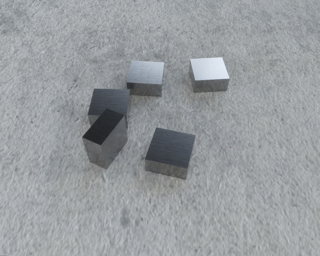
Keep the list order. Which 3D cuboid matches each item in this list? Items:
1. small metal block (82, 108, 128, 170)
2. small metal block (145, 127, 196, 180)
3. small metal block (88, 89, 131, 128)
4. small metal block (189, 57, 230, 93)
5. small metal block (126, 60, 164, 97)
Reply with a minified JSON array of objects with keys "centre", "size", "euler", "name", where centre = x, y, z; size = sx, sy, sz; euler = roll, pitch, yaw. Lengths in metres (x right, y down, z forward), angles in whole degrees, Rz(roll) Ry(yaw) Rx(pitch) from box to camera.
[{"centre":[-0.065,0.013,0.375],"size":[0.025,0.050,0.050],"euler":[21,53,16],"name":"small metal block"},{"centre":[0.013,0.030,0.378],"size":[0.050,0.025,0.050],"euler":[12,51,9],"name":"small metal block"},{"centre":[-0.068,-0.027,0.425],"size":[0.050,0.025,0.050],"euler":[2,50,1],"name":"small metal block"},{"centre":[0.074,-0.081,0.472],"size":[0.050,0.025,0.050],"euler":[-4,50,-4],"name":"small metal block"},{"centre":[-0.021,-0.075,0.466],"size":[0.050,0.025,0.050],"euler":[4,50,3],"name":"small metal block"}]
